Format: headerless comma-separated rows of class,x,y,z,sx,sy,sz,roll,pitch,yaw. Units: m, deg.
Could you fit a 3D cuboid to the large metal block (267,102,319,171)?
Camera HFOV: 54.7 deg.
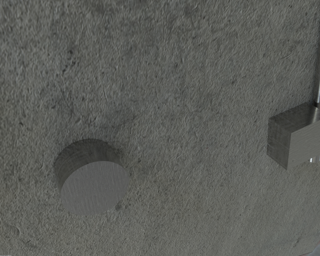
large metal block,0.232,0.013,0.526,0.081,0.050,0.080,-22,127,-15

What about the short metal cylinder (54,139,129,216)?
short metal cylinder,-0.085,0.060,0.381,0.081,0.050,0.079,-14,124,-21

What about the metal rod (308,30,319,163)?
metal rod,0.270,-0.057,0.519,0.025,0.025,0.298,-25,128,-13
